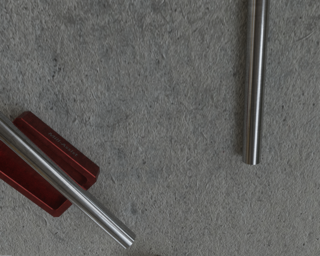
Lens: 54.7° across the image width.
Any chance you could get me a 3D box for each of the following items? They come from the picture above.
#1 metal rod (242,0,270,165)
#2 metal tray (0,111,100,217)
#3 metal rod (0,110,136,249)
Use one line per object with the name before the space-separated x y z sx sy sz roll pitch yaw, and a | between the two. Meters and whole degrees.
metal rod | 0.117 -0.094 0.376 0.025 0.025 0.298 -3 110 1
metal tray | -0.161 0.052 0.423 0.130 0.030 0.090 43 104 -15
metal rod | -0.141 0.052 0.394 0.025 0.025 0.300 -39 106 13
